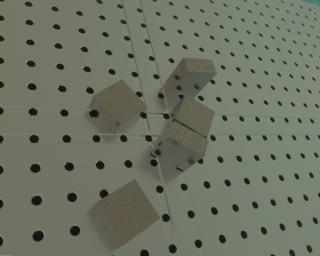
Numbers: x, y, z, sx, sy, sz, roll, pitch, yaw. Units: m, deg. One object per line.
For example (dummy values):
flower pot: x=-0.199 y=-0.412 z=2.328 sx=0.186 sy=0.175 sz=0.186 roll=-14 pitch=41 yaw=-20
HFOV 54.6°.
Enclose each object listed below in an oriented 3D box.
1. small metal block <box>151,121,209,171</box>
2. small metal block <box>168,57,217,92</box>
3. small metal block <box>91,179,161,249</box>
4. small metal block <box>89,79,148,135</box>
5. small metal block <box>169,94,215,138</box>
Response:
small metal block: x=0.025 y=0.024 z=0.390 sx=0.050 sy=0.050 sz=0.025 roll=28 pitch=52 yaw=-10
small metal block: x=0.048 y=-0.078 z=0.465 sx=0.050 sy=0.050 sz=0.025 roll=-3 pitch=63 yaw=-30
small metal block: x=-0.037 y=0.091 z=0.332 sx=0.050 sy=0.025 sz=0.050 roll=-27 pitch=76 yaw=-37
small metal block: x=-0.053 y=-0.027 z=0.396 sx=0.050 sy=0.025 sz=0.050 roll=48 pitch=51 yaw=5
small metal block: x=0.045 y=-0.012 z=0.439 sx=0.050 sy=0.025 sz=0.050 roll=30 pitch=52 yaw=-9
